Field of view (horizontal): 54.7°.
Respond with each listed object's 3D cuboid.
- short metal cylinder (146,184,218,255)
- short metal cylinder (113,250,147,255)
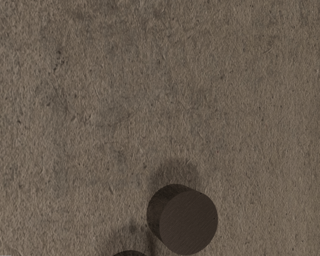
[{"bbox_3d":[0.028,0.118,0.408,0.081,0.050,0.079,0,90,-21],"label":"short metal cylinder"},{"bbox_3d":[-0.035,0.201,0.384,0.081,0.050,0.079,0,90,-21],"label":"short metal cylinder"}]
